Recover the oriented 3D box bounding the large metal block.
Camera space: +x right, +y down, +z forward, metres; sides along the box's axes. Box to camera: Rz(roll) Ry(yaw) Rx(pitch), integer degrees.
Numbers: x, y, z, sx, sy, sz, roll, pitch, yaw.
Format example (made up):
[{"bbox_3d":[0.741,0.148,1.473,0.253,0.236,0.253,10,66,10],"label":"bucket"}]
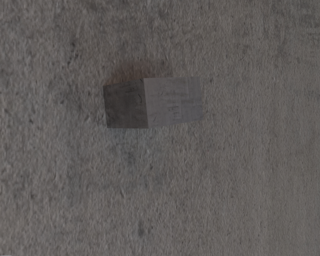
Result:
[{"bbox_3d":[-0.009,-0.029,0.361,0.081,0.080,0.050,-9,96,-40],"label":"large metal block"}]
